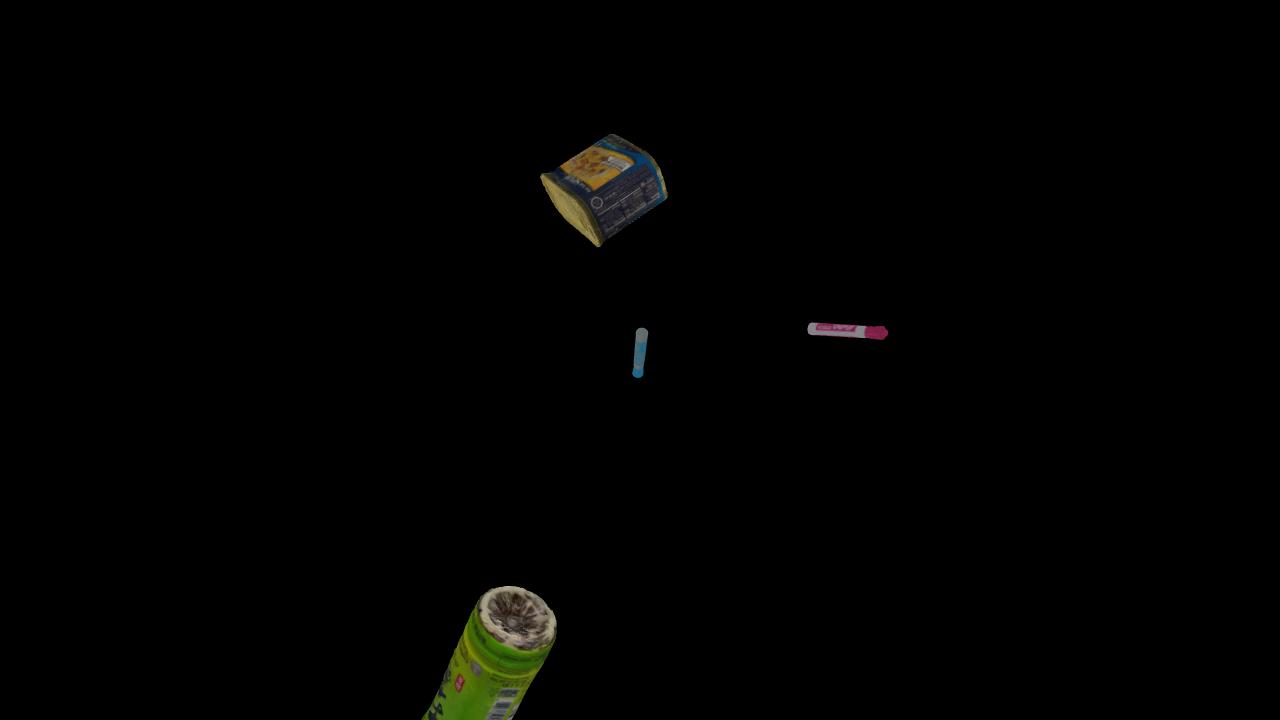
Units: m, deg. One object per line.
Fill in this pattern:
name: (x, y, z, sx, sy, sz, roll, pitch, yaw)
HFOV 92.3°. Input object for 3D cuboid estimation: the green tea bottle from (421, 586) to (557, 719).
green tea bottle: (-0.140, 0.291, 0.512, 0.073, 0.212, 0.073, 24, 14, -7)

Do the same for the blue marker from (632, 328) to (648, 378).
blue marker: (0.000, -0.008, 0.982, 0.020, 0.020, 0.121, 0, -34, -4)

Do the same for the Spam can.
Spam can: (-0.035, -0.168, 0.598, 0.085, 0.058, 0.101, -36, 46, -9)

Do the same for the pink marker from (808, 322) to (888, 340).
pink marker: (0.292, -0.041, 0.867, 0.020, 0.020, 0.121, 0, 5, -38)
